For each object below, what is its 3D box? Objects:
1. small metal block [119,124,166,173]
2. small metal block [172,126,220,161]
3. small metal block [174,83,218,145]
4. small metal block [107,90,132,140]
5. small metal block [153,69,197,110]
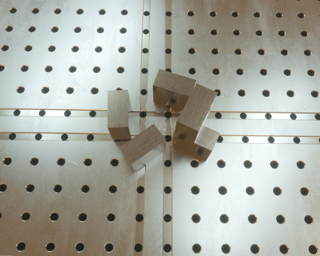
[{"bbox_3d":[-0.020,0.027,0.388,0.050,0.050,0.025,-35,74,-12],"label":"small metal block"},{"bbox_3d":[0.044,0.015,0.394,0.050,0.050,0.025,25,72,8],"label":"small metal block"},{"bbox_3d":[0.040,-0.014,0.351,0.025,0.050,0.050,26,72,8],"label":"small metal block"},{"bbox_3d":[-0.052,-0.016,0.404,0.025,0.050,0.050,-3,70,-1],"label":"small metal block"},{"bbox_3d":[0.019,-0.049,0.417,0.050,0.050,0.025,18,71,6],"label":"small metal block"}]
